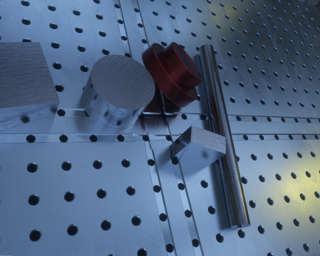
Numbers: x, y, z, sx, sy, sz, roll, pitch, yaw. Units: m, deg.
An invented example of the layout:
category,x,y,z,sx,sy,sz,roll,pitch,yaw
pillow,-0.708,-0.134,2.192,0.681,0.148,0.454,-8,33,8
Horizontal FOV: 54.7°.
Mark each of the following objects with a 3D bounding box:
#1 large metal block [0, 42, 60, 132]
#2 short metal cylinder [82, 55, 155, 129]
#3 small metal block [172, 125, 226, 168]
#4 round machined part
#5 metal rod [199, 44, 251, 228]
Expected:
category,x,y,z,sx,sy,sz,roll,pitch,yaw
large metal block,-0.163,-0.044,0.331,0.081,0.050,0.080,-11,68,-33
short metal cylinder,-0.053,-0.045,0.392,0.081,0.050,0.080,13,57,-21
small metal block,0.050,0.026,0.405,0.050,0.050,0.025,19,54,-18
round machined part,0.023,-0.081,0.433,0.098,0.042,0.098,44,24,-25
metal rod,0.091,-0.006,0.462,0.025,0.025,0.299,10,58,-24
